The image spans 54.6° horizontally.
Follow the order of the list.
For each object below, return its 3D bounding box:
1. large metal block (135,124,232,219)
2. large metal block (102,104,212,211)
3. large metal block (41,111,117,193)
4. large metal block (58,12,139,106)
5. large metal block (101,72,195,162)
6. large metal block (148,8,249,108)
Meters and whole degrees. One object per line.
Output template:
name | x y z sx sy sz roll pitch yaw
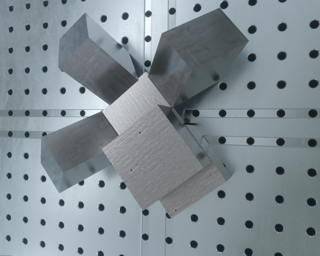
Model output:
large metal block | 0.030 0.052 0.388 0.080 0.050 0.080 -38 77 15
large metal block | -0.002 0.031 0.346 0.080 0.050 0.080 -39 79 15
large metal block | -0.105 0.033 0.405 0.050 0.081 0.080 54 148 13
large metal block | -0.079 -0.088 0.395 0.050 0.080 0.080 -40 38 16
large metal block | -0.015 -0.013 0.405 0.080 0.050 0.080 -40 78 15
large metal block | 0.040 -0.077 0.353 0.080 0.080 0.050 -31 77 -23
